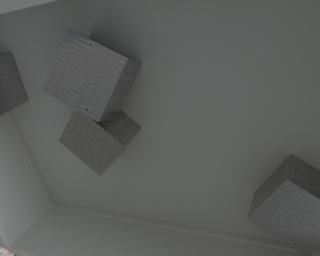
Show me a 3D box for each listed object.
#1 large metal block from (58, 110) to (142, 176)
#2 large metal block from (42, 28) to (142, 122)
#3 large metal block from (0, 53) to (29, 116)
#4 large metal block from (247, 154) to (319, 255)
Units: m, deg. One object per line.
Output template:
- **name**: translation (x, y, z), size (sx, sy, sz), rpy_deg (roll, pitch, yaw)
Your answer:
- **large metal block**: translation (-0.087, 0.009, 0.444), size (0.080, 0.050, 0.080), rpy_deg (40, 129, 0)
- **large metal block**: translation (-0.081, -0.062, 0.377), size (0.080, 0.050, 0.080), rpy_deg (29, 101, 10)
- **large metal block**: translation (-0.260, -0.064, 0.471), size (0.050, 0.080, 0.079), rpy_deg (7, 122, 25)
- **large metal block**: translation (0.163, 0.091, 0.363), size (0.080, 0.050, 0.079), rpy_deg (32, 129, 7)
